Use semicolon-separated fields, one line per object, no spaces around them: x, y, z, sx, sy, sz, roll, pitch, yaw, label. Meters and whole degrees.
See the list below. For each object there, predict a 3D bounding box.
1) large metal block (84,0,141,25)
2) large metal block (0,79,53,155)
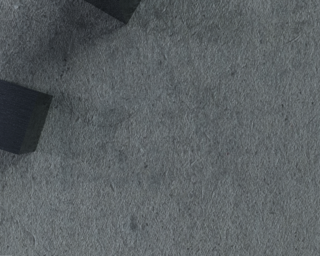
-0.068;-0.182;0.382;0.080;0.080;0.050;30;90;0;large metal block
-0.196;-0.018;0.396;0.080;0.050;0.080;18;90;0;large metal block
